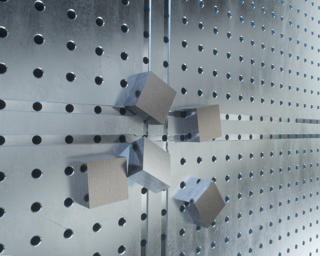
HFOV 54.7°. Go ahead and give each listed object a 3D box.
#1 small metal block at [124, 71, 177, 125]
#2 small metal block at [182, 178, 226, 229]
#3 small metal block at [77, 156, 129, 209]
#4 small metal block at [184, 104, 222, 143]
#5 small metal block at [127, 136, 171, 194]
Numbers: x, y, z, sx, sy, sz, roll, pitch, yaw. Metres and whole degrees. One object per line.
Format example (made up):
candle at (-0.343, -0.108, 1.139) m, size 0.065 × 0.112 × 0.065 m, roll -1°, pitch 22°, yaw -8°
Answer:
small metal block at (-0.011, -0.038, 0.401) m, size 0.050 × 0.025 × 0.050 m, roll 35°, pitch 69°, yaw -35°
small metal block at (0.067, 0.113, 0.469) m, size 0.050 × 0.025 × 0.050 m, roll -41°, pitch 115°, yaw -32°
small metal block at (-0.065, 0.060, 0.356) m, size 0.050 × 0.025 × 0.050 m, roll -5°, pitch 93°, yaw -40°
small metal block at (0.065, -0.008, 0.467) m, size 0.050 × 0.025 × 0.050 m, roll -12°, pitch 98°, yaw -40°
small metal block at (-0.012, 0.046, 0.387) m, size 0.050 × 0.025 × 0.050 m, roll 37°, pitch 36°, yaw -34°
